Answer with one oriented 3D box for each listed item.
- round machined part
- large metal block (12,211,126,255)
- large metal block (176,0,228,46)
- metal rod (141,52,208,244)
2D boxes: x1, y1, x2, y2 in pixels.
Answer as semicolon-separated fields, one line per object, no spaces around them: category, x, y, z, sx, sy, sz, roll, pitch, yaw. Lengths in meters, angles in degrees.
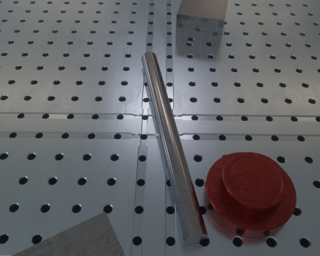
round machined part;0.100;0.066;0.342;0.099;0.042;0.098;0;50;0
large metal block;-0.070;0.127;0.265;0.081;0.080;0.050;-22;54;-18
large metal block;0.076;-0.198;0.559;0.080;0.050;0.080;10;51;8
metal rod;0.009;-0.001;0.407;0.025;0.025;0.300;-8;50;-7
